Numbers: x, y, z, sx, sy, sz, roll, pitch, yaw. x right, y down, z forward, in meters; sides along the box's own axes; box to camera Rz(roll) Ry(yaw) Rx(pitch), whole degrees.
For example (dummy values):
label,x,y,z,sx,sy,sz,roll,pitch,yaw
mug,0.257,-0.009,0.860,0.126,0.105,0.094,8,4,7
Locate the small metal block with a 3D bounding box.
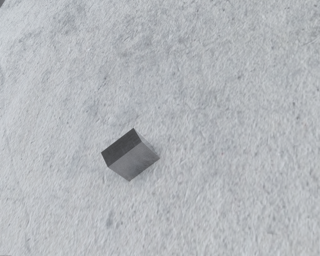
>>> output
label,x,y,z,sx,sy,sz,roll,pitch,yaw
small metal block,-0.036,0.034,0.387,0.050,0.050,0.025,-37,51,3
